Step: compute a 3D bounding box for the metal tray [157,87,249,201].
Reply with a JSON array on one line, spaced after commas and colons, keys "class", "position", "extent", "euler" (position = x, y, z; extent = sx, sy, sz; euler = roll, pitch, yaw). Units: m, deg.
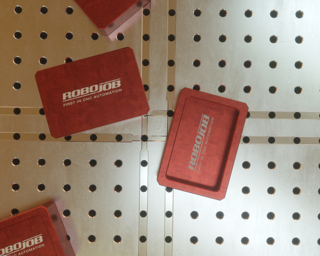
[{"class": "metal tray", "position": [0.055, 0.020, 0.411], "extent": [0.090, 0.030, 0.129], "euler": [15, 90, 0]}]

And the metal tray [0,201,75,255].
[{"class": "metal tray", "position": [-0.191, 0.162, 0.409], "extent": [0.131, 0.030, 0.090], "euler": [-21, 90, 0]}]

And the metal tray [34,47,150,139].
[{"class": "metal tray", "position": [-0.087, -0.045, 0.410], "extent": [0.131, 0.030, 0.090], "euler": [-15, 90, 0]}]

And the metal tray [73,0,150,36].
[{"class": "metal tray", "position": [-0.083, -0.201, 0.410], "extent": [0.090, 0.030, 0.130], "euler": [-40, 90, 0]}]
